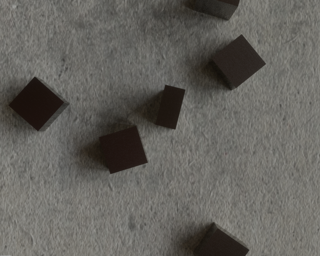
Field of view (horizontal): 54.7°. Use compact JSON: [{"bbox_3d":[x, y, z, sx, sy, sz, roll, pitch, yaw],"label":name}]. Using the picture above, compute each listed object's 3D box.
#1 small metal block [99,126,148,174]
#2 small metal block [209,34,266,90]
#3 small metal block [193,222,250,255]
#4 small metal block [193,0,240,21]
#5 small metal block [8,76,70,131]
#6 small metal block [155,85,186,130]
[{"bbox_3d":[-0.047,0.028,0.409,0.050,0.025,0.050,-17,90,-1],"label":"small metal block"},{"bbox_3d":[0.102,-0.086,0.411,0.050,0.025,0.050,-39,91,0],"label":"small metal block"},{"bbox_3d":[0.080,0.163,0.411,0.050,0.025,0.050,35,90,-1],"label":"small metal block"},{"bbox_3d":[0.073,-0.166,0.398,0.050,0.050,0.025,16,90,-1],"label":"small metal block"},{"bbox_3d":[-0.158,-0.031,0.408,0.050,0.025,0.050,42,90,-1],"label":"small metal block"},{"bbox_3d":[0.012,-0.025,0.398,0.025,0.050,0.050,14,90,0],"label":"small metal block"}]
